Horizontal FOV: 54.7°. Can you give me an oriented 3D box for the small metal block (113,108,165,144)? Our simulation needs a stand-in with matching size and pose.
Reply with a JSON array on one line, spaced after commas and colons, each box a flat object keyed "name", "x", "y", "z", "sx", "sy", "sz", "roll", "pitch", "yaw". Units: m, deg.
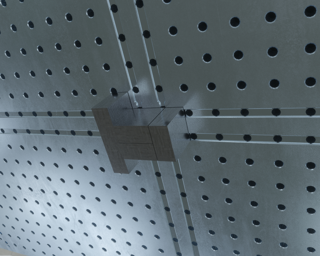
[{"name": "small metal block", "x": -0.023, "y": -0.004, "z": 0.403, "sx": 0.050, "sy": 0.050, "sz": 0.025, "roll": 0, "pitch": 118, "yaw": 28}]

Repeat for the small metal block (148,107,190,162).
[{"name": "small metal block", "x": 0.013, "y": 0.007, "z": 0.390, "sx": 0.025, "sy": 0.050, "sz": 0.050, "roll": 0, "pitch": 118, "yaw": 28}]

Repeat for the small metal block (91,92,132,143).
[{"name": "small metal block", "x": -0.060, "y": -0.015, "z": 0.415, "sx": 0.025, "sy": 0.050, "sz": 0.050, "roll": 0, "pitch": 118, "yaw": 28}]

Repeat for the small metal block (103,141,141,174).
[{"name": "small metal block", "x": -0.048, "y": 0.029, "z": 0.436, "sx": 0.025, "sy": 0.050, "sz": 0.050, "roll": 0, "pitch": 118, "yaw": 28}]

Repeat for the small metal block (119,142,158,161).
[{"name": "small metal block", "x": -0.018, "y": 0.018, "z": 0.413, "sx": 0.050, "sy": 0.050, "sz": 0.025, "roll": 0, "pitch": 118, "yaw": 28}]
